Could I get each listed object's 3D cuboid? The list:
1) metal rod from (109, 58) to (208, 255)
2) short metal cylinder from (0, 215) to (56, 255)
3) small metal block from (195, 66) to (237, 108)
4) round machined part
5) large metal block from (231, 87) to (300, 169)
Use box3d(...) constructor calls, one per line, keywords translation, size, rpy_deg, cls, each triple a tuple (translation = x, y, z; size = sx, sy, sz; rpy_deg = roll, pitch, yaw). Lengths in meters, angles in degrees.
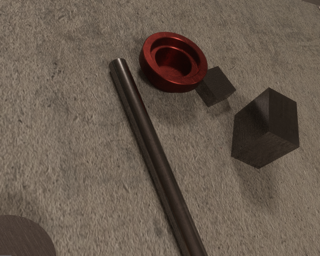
box3d(translation=(-0.003, 0.042, 0.378), size=(0.025, 0.025, 0.299), rpy_deg=(-10, 67, -33), cls="metal rod")
box3d(translation=(-0.129, 0.116, 0.248), size=(0.081, 0.050, 0.080), rpy_deg=(14, 56, -21), cls="short metal cylinder")
box3d(translation=(0.085, -0.066, 0.492), size=(0.050, 0.025, 0.050), rpy_deg=(-25, 76, -37), cls="small metal block")
box3d(translation=(0.017, -0.090, 0.454), size=(0.099, 0.042, 0.098), rpy_deg=(10, 57, -16), cls="round machined part")
box3d(translation=(0.151, 0.002, 0.451), size=(0.050, 0.080, 0.080), rpy_deg=(25, 53, -14), cls="large metal block")
